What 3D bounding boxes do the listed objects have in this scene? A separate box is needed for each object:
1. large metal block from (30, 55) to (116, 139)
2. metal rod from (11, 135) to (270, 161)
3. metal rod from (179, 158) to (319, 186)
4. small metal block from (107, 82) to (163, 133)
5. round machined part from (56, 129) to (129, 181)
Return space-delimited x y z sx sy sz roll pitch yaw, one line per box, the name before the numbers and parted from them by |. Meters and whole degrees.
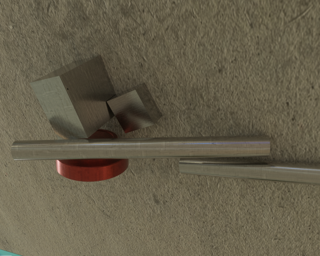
large metal block | -0.103 -0.040 0.399 0.050 0.080 0.080 -6 116 30
metal rod | -0.027 0.024 0.369 0.302 0.025 0.025 -1 120 5
metal rod | 0.165 0.051 0.351 0.301 0.025 0.025 1 119 27
small metal block | -0.033 -0.026 0.407 0.050 0.025 0.050 -17 110 34
round machined part | -0.093 0.031 0.428 0.098 0.098 0.042 11 111 22
